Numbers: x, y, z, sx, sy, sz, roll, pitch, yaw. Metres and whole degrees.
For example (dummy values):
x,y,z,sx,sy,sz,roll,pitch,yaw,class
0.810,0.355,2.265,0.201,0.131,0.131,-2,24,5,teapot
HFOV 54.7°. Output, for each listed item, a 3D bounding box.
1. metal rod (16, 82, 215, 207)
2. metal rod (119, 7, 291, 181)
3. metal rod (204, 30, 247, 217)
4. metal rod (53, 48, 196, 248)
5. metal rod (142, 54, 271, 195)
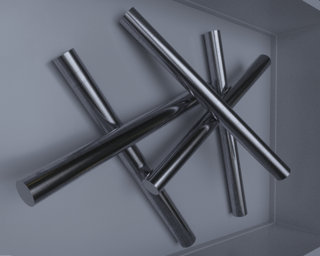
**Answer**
x,y,z,sx,sy,sz,roll,pitch,yaw,class
-0.019,-0.002,0.360,0.302,0.025,0.025,-31,110,-45,metal rod
0.066,-0.036,0.405,0.300,0.025,0.025,43,63,-12,metal rod
0.106,-0.002,0.495,0.025,0.025,0.298,-18,102,-39,metal rod
-0.031,0.041,0.380,0.025,0.025,0.299,-45,117,-30,metal rod
0.081,-0.021,0.440,0.301,0.025,0.025,-44,117,-31,metal rod
